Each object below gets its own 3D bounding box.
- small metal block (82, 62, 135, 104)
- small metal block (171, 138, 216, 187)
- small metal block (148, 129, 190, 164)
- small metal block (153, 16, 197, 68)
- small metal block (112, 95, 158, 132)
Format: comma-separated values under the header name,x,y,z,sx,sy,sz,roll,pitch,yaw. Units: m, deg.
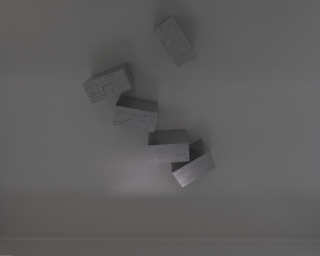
name,x,y,z,sx,sy,sz,roll,pitch,yaw
small metal block,-0.060,-0.056,0.377,0.050,0.050,0.025,-20,109,7
small metal block,0.043,0.045,0.415,0.050,0.050,0.025,-32,107,11
small metal block,0.011,0.023,0.406,0.050,0.050,0.025,-3,110,1
small metal block,0.017,-0.101,0.361,0.025,0.050,0.050,-32,107,11
small metal block,-0.030,-0.019,0.390,0.050,0.050,0.025,11,110,-4
